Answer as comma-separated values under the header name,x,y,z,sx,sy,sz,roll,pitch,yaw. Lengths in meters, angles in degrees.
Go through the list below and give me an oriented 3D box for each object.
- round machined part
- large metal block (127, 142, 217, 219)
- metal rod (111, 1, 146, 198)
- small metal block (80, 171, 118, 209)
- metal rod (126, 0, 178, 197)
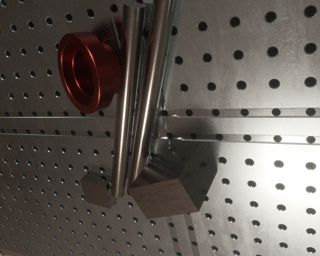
name,x,y,z,sx,sy,sz,roll,pitch,yaw
round machined part,-0.084,-0.070,0.385,0.098,0.042,0.097,25,126,41
large metal block,0.018,0.069,0.407,0.080,0.080,0.050,-20,108,35
metal rod,-0.048,-0.015,0.425,0.025,0.025,0.298,21,126,15
small metal block,-0.103,0.105,0.529,0.050,0.025,0.050,10,123,22
metal rod,-0.017,-0.019,0.407,0.025,0.025,0.298,22,127,15
